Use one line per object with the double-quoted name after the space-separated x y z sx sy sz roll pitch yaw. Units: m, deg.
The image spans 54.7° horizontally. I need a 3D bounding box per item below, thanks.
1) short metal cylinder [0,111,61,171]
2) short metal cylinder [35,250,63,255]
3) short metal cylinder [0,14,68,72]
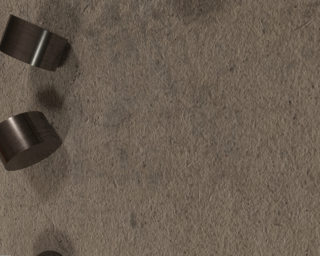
-0.193 0.019 0.446 0.080 0.080 0.050 -36 79 16 "short metal cylinder"
-0.175 0.230 0.456 0.080 0.050 0.079 0 90 19 "short metal cylinder"
-0.179 -0.120 0.441 0.080 0.080 0.050 27 99 17 "short metal cylinder"
